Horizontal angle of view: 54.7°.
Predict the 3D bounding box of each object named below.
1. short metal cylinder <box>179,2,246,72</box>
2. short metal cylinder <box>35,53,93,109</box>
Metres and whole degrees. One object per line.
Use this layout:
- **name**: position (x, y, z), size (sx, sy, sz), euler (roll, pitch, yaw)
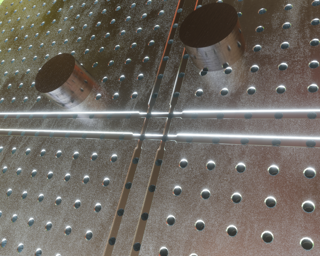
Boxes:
- **short metal cylinder**: position (0.073, -0.126, 0.430), size (0.080, 0.050, 0.080), euler (-13, 56, 20)
- **short metal cylinder**: position (-0.161, -0.079, 0.522), size (0.080, 0.050, 0.080), euler (-13, 57, 21)
